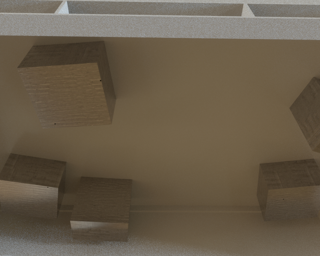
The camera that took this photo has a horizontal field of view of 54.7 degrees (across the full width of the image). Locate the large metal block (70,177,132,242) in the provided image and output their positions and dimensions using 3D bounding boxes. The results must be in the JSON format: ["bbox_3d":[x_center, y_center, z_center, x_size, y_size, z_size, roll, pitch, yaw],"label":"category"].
[{"bbox_3d":[-0.087,0.124,0.478,0.081,0.080,0.050,4,130,-4],"label":"large metal block"}]

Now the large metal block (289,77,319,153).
[{"bbox_3d":[0.215,-0.008,0.368,0.081,0.080,0.050,15,129,-12],"label":"large metal block"}]

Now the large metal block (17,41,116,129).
[{"bbox_3d":[-0.099,-0.048,0.351,0.080,0.050,0.080,-3,130,3],"label":"large metal block"}]

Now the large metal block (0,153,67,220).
[{"bbox_3d":[-0.190,0.090,0.467,0.081,0.050,0.079,10,130,-9],"label":"large metal block"}]

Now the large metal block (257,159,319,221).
[{"bbox_3d":[0.198,0.096,0.476,0.080,0.050,0.080,-6,130,5],"label":"large metal block"}]
